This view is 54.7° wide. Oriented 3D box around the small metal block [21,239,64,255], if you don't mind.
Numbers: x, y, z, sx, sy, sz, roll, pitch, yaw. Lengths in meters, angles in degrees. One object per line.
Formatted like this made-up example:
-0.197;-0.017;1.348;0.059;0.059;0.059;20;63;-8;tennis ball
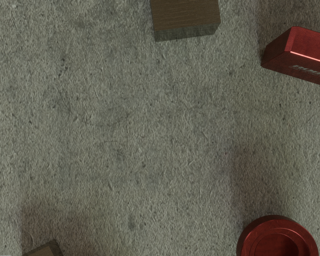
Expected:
-0.154;0.184;0.408;0.050;0.025;0.050;-26;90;-1;small metal block

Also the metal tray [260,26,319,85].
0.203;-0.079;0.380;0.131;0.090;0.030;17;90;-1;metal tray

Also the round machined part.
0.148;0.162;0.404;0.099;0.042;0.097;0;90;-1;round machined part

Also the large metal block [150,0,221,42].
0.028;-0.162;0.398;0.081;0.050;0.080;-8;90;-1;large metal block
